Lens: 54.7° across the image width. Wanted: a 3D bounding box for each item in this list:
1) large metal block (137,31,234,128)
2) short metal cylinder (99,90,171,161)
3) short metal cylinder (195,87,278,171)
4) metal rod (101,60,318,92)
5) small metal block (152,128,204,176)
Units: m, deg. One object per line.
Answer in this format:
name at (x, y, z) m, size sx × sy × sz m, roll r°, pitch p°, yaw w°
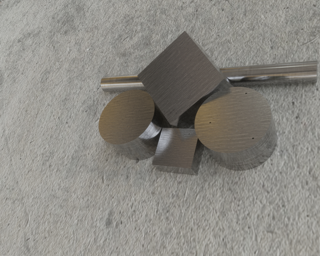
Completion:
large metal block at (0.032, -0.057, 0.384) m, size 0.080 × 0.050 × 0.080 m, roll -41°, pitch 66°, yaw 17°
short metal cylinder at (-0.033, -0.004, 0.408) m, size 0.080 × 0.050 × 0.080 m, roll -13°, pitch 56°, yaw 21°
short metal cylinder at (0.085, 0.001, 0.344) m, size 0.080 × 0.050 × 0.080 m, roll -13°, pitch 56°, yaw 21°
metal rod at (0.046, -0.067, 0.422) m, size 0.300 × 0.025 × 0.025 m, roll 1°, pitch 62°, yaw 28°
small metal block at (0.024, 0.028, 0.376) m, size 0.050 × 0.025 × 0.050 m, roll 2°, pitch 63°, yaw 29°
